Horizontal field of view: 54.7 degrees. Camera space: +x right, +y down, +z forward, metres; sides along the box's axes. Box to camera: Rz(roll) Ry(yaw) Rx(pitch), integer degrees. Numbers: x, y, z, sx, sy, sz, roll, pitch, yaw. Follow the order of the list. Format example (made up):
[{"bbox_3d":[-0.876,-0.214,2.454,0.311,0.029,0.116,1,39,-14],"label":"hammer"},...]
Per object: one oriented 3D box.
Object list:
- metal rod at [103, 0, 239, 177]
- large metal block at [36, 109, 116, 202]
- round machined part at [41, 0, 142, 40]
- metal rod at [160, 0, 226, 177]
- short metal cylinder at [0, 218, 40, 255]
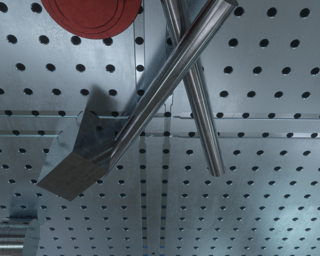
[{"bbox_3d":[-0.013,-0.026,0.366,0.025,0.025,0.298,23,133,-19],"label":"metal rod"},{"bbox_3d":[-0.107,0.035,0.404,0.050,0.080,0.080,36,121,-27],"label":"large metal block"},{"bbox_3d":[-0.066,-0.128,0.290,0.099,0.042,0.097,-1,130,0],"label":"round machined part"},{"bbox_3d":[0.044,-0.045,0.374,0.025,0.025,0.299,-13,129,10],"label":"metal rod"},{"bbox_3d":[-0.250,0.200,0.542,0.050,0.080,0.079,2,130,-2],"label":"short metal cylinder"}]
